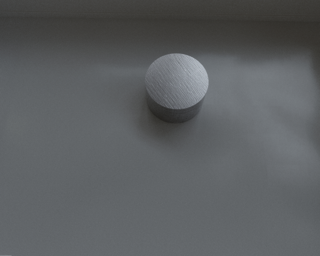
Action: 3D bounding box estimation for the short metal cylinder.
[{"bbox_3d":[0.021,-0.052,0.416,0.081,0.050,0.080,0,70,0],"label":"short metal cylinder"}]
